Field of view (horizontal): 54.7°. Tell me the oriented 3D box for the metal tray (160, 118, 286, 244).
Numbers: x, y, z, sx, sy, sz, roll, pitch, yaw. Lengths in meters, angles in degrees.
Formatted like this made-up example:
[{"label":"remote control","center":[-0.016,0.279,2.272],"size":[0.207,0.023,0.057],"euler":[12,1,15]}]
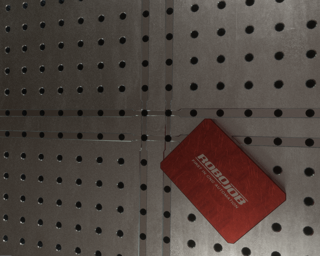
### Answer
[{"label":"metal tray","center":[0.075,0.062,0.383],"size":[0.090,0.030,0.130],"euler":[-46,76,14]}]
